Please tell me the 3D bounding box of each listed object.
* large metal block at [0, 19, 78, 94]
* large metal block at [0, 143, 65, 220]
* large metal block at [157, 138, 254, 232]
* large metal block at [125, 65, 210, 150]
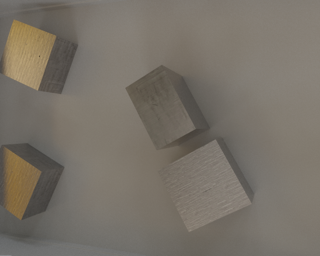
[{"bbox_3d":[-0.181,-0.104,0.461,0.080,0.050,0.080,24,98,18],"label":"large metal block"},{"bbox_3d":[-0.206,0.078,0.470,0.080,0.050,0.080,28,99,17],"label":"large metal block"},{"bbox_3d":[0.057,0.067,0.377,0.080,0.050,0.080,-31,80,17],"label":"large metal block"},{"bbox_3d":[0.013,-0.023,0.377,0.050,0.080,0.080,-30,80,18],"label":"large metal block"}]
